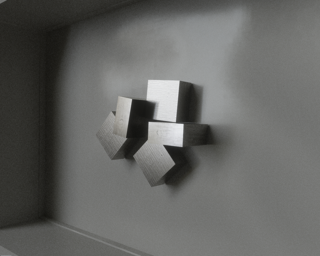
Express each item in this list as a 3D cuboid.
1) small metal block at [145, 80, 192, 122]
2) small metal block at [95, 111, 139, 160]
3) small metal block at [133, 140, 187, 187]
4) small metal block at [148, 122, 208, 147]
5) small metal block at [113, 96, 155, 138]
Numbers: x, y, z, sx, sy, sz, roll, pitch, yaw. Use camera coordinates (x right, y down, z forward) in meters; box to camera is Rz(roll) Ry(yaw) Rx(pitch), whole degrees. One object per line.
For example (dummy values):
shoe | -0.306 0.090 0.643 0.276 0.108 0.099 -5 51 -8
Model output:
small metal block | 0.010 -0.035 0.394 0.050 0.025 0.050 8 95 39
small metal block | -0.062 0.011 0.453 0.050 0.025 0.050 -52 60 27
small metal block | -0.001 0.040 0.403 0.050 0.025 0.050 -48 62 29
small metal block | 0.022 0.007 0.368 0.050 0.050 0.025 4 93 39
small metal block | -0.032 -0.014 0.412 0.025 0.050 0.050 16 100 38
